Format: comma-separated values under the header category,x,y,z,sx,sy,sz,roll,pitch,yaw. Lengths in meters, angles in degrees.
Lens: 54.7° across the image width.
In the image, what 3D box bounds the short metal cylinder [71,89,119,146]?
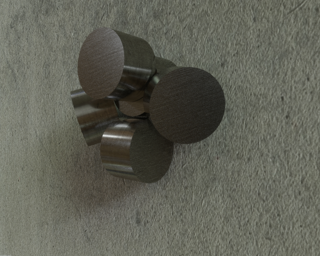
category,x,y,z,sx,sy,sz,roll,pitch,yaw
short metal cylinder,-0.087,-0.020,0.433,0.080,0.050,0.080,163,89,-81

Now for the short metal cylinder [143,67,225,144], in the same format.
category,x,y,z,sx,sy,sz,roll,pitch,yaw
short metal cylinder,0.024,-0.027,0.341,0.050,0.081,0.079,-132,53,-74

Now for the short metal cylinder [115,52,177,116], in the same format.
category,x,y,z,sx,sy,sz,roll,pitch,yaw
short metal cylinder,-0.017,-0.054,0.402,0.080,0.050,0.079,0,90,39

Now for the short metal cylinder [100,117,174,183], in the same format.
category,x,y,z,sx,sy,sz,roll,pitch,yaw
short metal cylinder,-0.027,0.026,0.390,0.050,0.081,0.079,2,92,40

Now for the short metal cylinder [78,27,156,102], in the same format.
category,x,y,z,sx,sy,sz,roll,pitch,yaw
short metal cylinder,-0.052,-0.072,0.365,0.080,0.050,0.079,0,90,39
